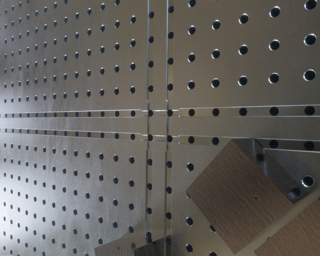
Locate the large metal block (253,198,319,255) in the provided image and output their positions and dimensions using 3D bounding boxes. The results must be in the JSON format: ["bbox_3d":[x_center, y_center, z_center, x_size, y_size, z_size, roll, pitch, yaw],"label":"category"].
[{"bbox_3d":[0.147,0.114,0.272,0.080,0.050,0.080,51,120,28],"label":"large metal block"}]

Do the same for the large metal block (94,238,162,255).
[{"bbox_3d":[-0.040,0.200,0.428,0.080,0.050,0.080,-16,80,39],"label":"large metal block"}]

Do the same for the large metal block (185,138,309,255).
[{"bbox_3d":[0.087,0.067,0.322,0.080,0.050,0.080,51,120,28],"label":"large metal block"}]
